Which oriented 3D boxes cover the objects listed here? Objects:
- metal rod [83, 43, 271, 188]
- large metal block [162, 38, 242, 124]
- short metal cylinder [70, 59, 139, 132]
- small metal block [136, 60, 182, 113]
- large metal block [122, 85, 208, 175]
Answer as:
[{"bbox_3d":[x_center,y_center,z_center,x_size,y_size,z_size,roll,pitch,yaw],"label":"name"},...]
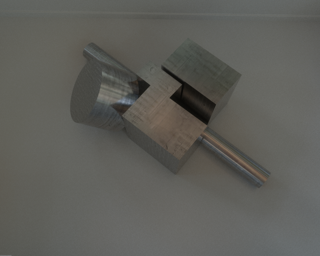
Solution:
[{"bbox_3d":[0.014,-0.024,0.418,0.300,0.025,0.025,37,74,12],"label":"metal rod"},{"bbox_3d":[0.049,-0.055,0.401,0.080,0.080,0.050,38,74,12],"label":"large metal block"},{"bbox_3d":[-0.070,-0.039,0.386,0.050,0.080,0.080,17,65,-37],"label":"short metal cylinder"},{"bbox_3d":[-0.001,-0.049,0.388,0.050,0.050,0.025,39,75,12],"label":"small metal block"},{"bbox_3d":[0.005,0.005,0.378,0.080,0.080,0.050,37,74,12],"label":"large metal block"}]
